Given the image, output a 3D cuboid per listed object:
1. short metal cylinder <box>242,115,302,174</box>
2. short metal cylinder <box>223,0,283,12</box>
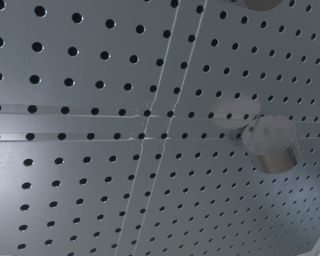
[{"bbox_3d":[0.176,0.026,0.488,0.080,0.080,0.050,-36,129,-4],"label":"short metal cylinder"},{"bbox_3d":[0.105,-0.176,0.343,0.081,0.050,0.079,-14,124,-21],"label":"short metal cylinder"}]
